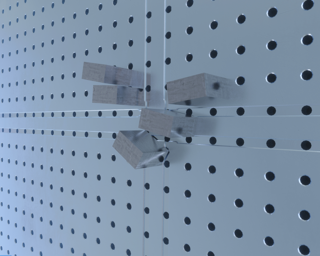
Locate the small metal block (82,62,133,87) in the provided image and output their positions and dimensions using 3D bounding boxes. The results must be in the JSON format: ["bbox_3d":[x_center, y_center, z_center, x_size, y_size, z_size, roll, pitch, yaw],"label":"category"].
[{"bbox_3d":[-0.078,-0.079,0.455,0.050,0.050,0.025,16,100,38],"label":"small metal block"}]

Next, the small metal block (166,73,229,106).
[{"bbox_3d":[0.044,-0.043,0.356,0.050,0.050,0.025,-8,85,39],"label":"small metal block"}]

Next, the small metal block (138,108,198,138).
[{"bbox_3d":[0.010,-0.007,0.383,0.050,0.050,0.025,17,101,38],"label":"small metal block"}]

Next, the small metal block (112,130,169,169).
[{"bbox_3d":[-0.026,0.027,0.412,0.050,0.050,0.025,40,114,32],"label":"small metal block"}]

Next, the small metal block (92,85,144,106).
[{"bbox_3d":[-0.060,-0.046,0.440,0.050,0.050,0.025,7,95,39],"label":"small metal block"}]
